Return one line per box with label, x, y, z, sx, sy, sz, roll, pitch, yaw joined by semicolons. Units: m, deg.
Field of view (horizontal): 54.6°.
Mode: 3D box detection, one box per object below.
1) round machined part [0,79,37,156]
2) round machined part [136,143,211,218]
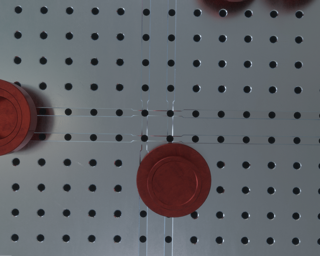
round machined part;-0.209;-0.013;0.404;0.099;0.042;0.097;0;90;0
round machined part;0.018;0.069;0.405;0.099;0.042;0.097;0;90;0
